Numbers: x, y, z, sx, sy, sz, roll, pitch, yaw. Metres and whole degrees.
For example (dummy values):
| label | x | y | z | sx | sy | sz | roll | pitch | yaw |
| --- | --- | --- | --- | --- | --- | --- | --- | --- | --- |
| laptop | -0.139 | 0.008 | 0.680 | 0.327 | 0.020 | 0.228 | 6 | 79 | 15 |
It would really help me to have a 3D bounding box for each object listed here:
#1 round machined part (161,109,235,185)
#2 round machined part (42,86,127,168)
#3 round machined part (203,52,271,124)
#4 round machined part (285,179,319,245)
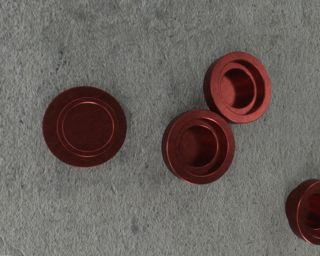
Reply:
| label | x | y | z | sx | sy | sz | roll | pitch | yaw |
| --- | --- | --- | --- | --- | --- | --- | --- | --- | --- |
| round machined part | 0.048 | 0.024 | 0.417 | 0.099 | 0.042 | 0.097 | 0 | 90 | -20 |
| round machined part | -0.087 | -0.001 | 0.368 | 0.099 | 0.042 | 0.097 | 0 | 90 | -20 |
| round machined part | 0.103 | -0.054 | 0.435 | 0.099 | 0.042 | 0.097 | 1 | 86 | -22 |
| round machined part | 0.239 | 0.129 | 0.488 | 0.099 | 0.042 | 0.097 | 0 | 90 | -20 |
